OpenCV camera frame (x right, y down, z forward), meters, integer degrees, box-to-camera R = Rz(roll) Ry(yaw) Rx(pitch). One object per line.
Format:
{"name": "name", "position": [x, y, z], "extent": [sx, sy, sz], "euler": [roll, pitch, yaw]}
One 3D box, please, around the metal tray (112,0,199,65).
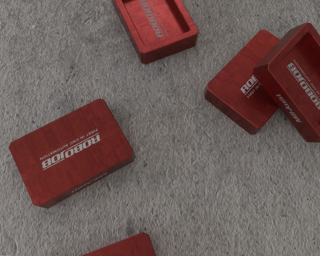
{"name": "metal tray", "position": [-0.010, -0.168, 0.466], "extent": [0.091, 0.030, 0.130], "euler": [-22, 72, -8]}

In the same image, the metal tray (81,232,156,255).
{"name": "metal tray", "position": [-0.060, 0.180, 0.339], "extent": [0.131, 0.030, 0.090], "euler": [-19, 71, -7]}

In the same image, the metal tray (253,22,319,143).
{"name": "metal tray", "position": [0.191, -0.055, 0.397], "extent": [0.090, 0.030, 0.130], "euler": [-46, 103, -15]}

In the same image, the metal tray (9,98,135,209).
{"name": "metal tray", "position": [-0.109, 0.031, 0.393], "extent": [0.131, 0.030, 0.090], "euler": [-29, 73, -10]}

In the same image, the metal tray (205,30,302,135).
{"name": "metal tray", "position": [0.137, -0.066, 0.430], "extent": [0.090, 0.030, 0.130], "euler": [41, 75, 13]}
